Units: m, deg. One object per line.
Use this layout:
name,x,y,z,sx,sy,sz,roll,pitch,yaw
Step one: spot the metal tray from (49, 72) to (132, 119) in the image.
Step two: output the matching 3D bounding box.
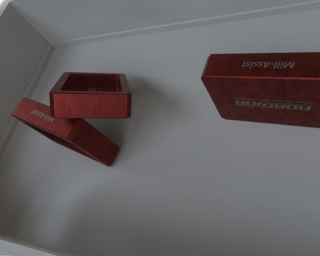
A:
metal tray,-0.088,-0.047,0.409,0.091,0.030,0.130,0,20,-10

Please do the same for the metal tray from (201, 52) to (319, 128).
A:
metal tray,0.119,-0.038,0.324,0.130,0.090,0.030,7,66,31

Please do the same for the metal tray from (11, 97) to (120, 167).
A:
metal tray,-0.129,0.005,0.426,0.130,0.090,0.030,18,72,34
